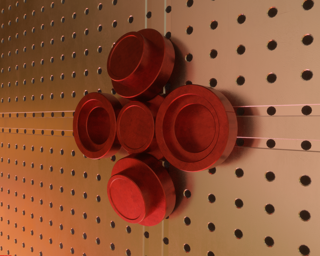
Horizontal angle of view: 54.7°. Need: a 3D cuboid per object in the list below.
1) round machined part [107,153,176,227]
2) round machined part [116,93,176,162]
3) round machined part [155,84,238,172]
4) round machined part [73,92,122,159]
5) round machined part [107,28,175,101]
[{"bbox_3d":[-0.031,0.085,0.407,0.098,0.042,0.097,14,113,36],"label":"round machined part"},{"bbox_3d":[-0.020,-0.001,0.412,0.098,0.042,0.097,0,90,39],"label":"round machined part"},{"bbox_3d":[0.045,0.000,0.359,0.098,0.042,0.097,0,90,39],"label":"round machined part"},{"bbox_3d":[-0.084,-0.003,0.464,0.098,0.042,0.097,0,90,39],"label":"round machined part"},{"bbox_3d":[-0.032,-0.087,0.408,0.098,0.042,0.098,-15,66,37],"label":"round machined part"}]
